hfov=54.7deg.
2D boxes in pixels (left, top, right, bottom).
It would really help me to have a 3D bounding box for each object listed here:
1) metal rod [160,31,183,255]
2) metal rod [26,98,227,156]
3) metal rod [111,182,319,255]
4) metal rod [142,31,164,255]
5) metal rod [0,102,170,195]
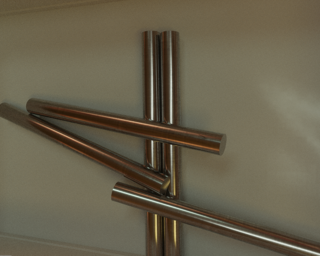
[{"bbox_3d":[0.015,0.027,0.401,0.025,0.025,0.298,-1,90,19],"label":"metal rod"},{"bbox_3d":[-0.063,-0.008,0.409,0.301,0.025,0.025,11,94,26],"label":"metal rod"},{"bbox_3d":[0.086,0.116,0.360,0.301,0.025,0.025,14,95,13],"label":"metal rod"},{"bbox_3d":[-0.009,0.024,0.410,0.025,0.025,0.298,-1,90,19],"label":"metal rod"},{"bbox_3d":[-0.122,0.021,0.437,0.301,0.025,0.025,21,97,23],"label":"metal rod"}]
